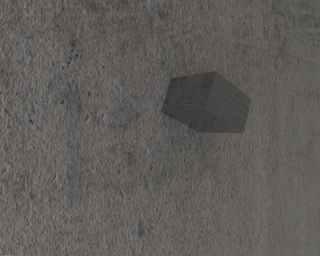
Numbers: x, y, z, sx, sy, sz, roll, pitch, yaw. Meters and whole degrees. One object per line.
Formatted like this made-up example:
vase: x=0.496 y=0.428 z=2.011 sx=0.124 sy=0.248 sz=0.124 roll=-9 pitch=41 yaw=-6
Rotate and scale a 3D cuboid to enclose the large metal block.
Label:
large metal block: x=0.063 y=-0.031 z=0.420 sx=0.080 sy=0.080 sz=0.050 roll=27 pitch=73 yaw=-37
